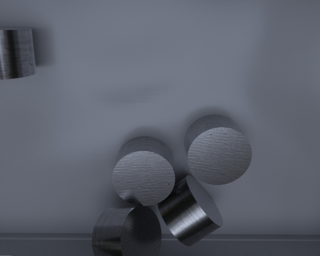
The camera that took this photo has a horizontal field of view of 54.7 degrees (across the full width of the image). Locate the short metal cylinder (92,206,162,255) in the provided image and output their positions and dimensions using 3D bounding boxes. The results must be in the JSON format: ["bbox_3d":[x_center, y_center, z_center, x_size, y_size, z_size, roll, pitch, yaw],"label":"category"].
[{"bbox_3d":[-0.042,0.145,0.410,0.050,0.080,0.080,-13,113,35],"label":"short metal cylinder"}]

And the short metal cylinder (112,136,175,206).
[{"bbox_3d":[-0.021,0.057,0.419,0.081,0.050,0.079,0,110,-1],"label":"short metal cylinder"}]

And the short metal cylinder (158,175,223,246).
[{"bbox_3d":[0.041,0.112,0.424,0.050,0.080,0.080,-38,106,12],"label":"short metal cylinder"}]

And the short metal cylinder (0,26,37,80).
[{"bbox_3d":[-0.184,-0.086,0.348,0.081,0.080,0.050,2,110,-1],"label":"short metal cylinder"}]

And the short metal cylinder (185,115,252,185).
[{"bbox_3d":[0.074,0.028,0.409,0.081,0.050,0.079,0,110,-1],"label":"short metal cylinder"}]
